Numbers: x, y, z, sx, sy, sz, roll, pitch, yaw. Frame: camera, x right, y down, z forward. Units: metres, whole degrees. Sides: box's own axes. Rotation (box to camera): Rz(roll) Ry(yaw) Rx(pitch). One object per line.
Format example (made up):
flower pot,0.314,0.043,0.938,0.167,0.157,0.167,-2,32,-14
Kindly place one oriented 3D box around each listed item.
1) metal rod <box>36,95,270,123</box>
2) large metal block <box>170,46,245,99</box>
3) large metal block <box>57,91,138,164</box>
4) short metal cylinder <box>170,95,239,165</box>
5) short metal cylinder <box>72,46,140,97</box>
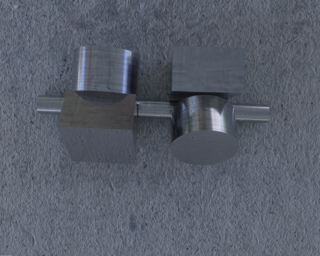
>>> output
metal rod,-0.008,-0.025,0.413,0.302,0.025,0.025,2,90,-1
large metal block,0.054,-0.065,0.384,0.081,0.080,0.050,1,90,0
large metal block,-0.070,0.002,0.377,0.081,0.080,0.050,3,56,-1
short metal cylinder,0.053,0.004,0.378,0.081,0.080,0.050,2,55,0
short metal cylinder,-0.066,-0.066,0.383,0.080,0.080,0.050,3,90,0
